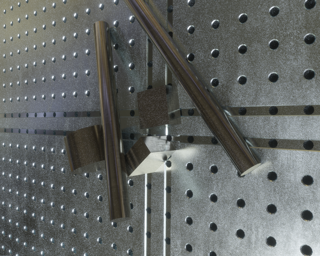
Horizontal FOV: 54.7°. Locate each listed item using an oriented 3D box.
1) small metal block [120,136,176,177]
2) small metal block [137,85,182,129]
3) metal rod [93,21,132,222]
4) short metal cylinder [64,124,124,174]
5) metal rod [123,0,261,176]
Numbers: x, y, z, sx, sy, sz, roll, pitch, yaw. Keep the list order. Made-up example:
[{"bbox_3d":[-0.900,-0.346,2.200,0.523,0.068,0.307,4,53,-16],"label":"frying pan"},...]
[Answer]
[{"bbox_3d":[-0.016,0.036,0.406,0.050,0.050,0.025,-48,62,29],"label":"small metal block"},{"bbox_3d":[-0.002,-0.026,0.411,0.050,0.025,0.050,-10,84,39],"label":"small metal block"},{"bbox_3d":[-0.069,-0.027,0.422,0.025,0.025,0.299,-30,58,36],"label":"metal rod"},{"bbox_3d":[-0.094,0.032,0.451,0.080,0.081,0.050,-27,74,37],"label":"short metal cylinder"},{"bbox_3d":[0.026,-0.074,0.387,0.025,0.025,0.299,-45,63,31],"label":"metal rod"}]
